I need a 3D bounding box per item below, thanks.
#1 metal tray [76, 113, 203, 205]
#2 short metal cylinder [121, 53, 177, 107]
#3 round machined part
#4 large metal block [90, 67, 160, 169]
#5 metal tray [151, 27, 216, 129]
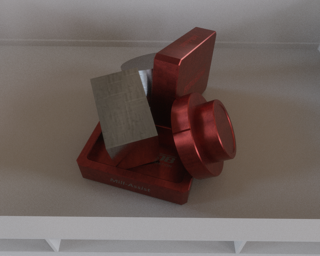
[{"bbox_3d":[-0.020,0.031,0.373,0.131,0.030,0.090,13,51,11],"label":"metal tray"},{"bbox_3d":[-0.008,-0.068,0.425,0.080,0.050,0.080,-10,27,5],"label":"short metal cylinder"},{"bbox_3d":[0.054,0.006,0.347,0.042,0.098,0.098,-17,45,26],"label":"round machined part"},{"bbox_3d":[-0.036,-0.006,0.342,0.050,0.080,0.080,-15,68,-5],"label":"large metal block"},{"bbox_3d":[0.032,-0.069,0.399,0.030,0.089,0.131,19,37,19],"label":"metal tray"}]
